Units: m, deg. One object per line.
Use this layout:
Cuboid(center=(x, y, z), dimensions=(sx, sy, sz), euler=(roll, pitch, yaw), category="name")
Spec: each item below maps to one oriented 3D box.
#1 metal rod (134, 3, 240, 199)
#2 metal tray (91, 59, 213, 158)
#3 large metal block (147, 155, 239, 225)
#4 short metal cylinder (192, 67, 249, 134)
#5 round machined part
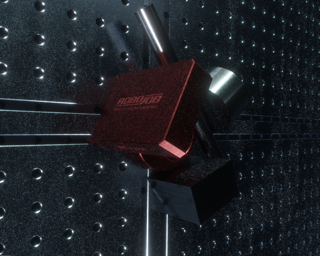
Cuboid(center=(0.046, -0.020, 0.422), dimensions=(0.025, 0.025, 0.299), euler=(-43, 116, -32), category="metal rod")
Cuboid(center=(-0.014, -0.019, 0.331), dimensions=(0.030, 0.130, 0.090), euler=(34, 69, -35), category="metal tray")
Cuboid(center=(0.044, 0.077, 0.413), dimensions=(0.081, 0.080, 0.050), euler=(-25, 106, -38), category="large metal block")
Cuboid(center=(0.077, -0.039, 0.439), dimensions=(0.050, 0.080, 0.080), euler=(-45, 117, -31), category="short metal cylinder")
Cuboid(center=(0.009, 0.009, 0.407), dimensions=(0.099, 0.042, 0.097), euler=(0, 90, -40), category="round machined part")
